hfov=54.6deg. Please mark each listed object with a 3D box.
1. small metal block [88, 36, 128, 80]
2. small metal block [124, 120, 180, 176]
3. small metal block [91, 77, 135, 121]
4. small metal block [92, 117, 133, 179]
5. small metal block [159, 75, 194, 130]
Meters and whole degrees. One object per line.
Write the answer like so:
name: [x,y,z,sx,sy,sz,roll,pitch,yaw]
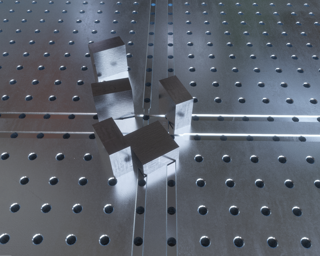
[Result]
small metal block: [-0.080,-0.109,0.483,0.050,0.050,0.025,-20,53,-16]
small metal block: [-0.011,0.024,0.387,0.050,0.025,0.050,-25,54,-20]
small metal block: [-0.063,-0.038,0.423,0.050,0.050,0.025,-11,51,-9]
small metal block: [-0.056,0.024,0.371,0.025,0.050,0.050,-24,54,-18]
small metal block: [0.020,-0.034,0.421,0.025,0.050,0.050,-20,53,-16]
